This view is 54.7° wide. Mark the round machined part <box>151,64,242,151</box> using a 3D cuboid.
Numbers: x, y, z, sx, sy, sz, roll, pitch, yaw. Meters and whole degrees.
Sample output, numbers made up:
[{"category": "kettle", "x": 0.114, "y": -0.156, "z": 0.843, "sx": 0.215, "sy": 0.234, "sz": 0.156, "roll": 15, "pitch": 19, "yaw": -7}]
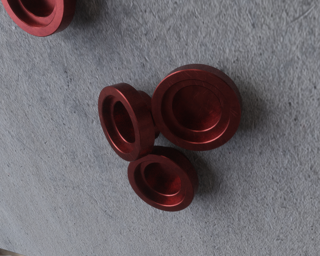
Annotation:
[{"category": "round machined part", "x": 0.043, "y": -0.026, "z": 0.352, "sx": 0.098, "sy": 0.042, "sz": 0.097, "roll": 8, "pitch": 120, "yaw": 15}]

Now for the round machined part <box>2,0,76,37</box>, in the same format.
[{"category": "round machined part", "x": -0.140, "y": -0.163, "z": 0.369, "sx": 0.098, "sy": 0.042, "sz": 0.097, "roll": 13, "pitch": 124, "yaw": 21}]

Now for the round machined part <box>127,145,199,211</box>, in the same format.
[{"category": "round machined part", "x": 0.008, "y": 0.065, "z": 0.432, "sx": 0.098, "sy": 0.042, "sz": 0.097, "roll": 13, "pitch": 124, "yaw": 21}]

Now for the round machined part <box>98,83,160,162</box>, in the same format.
[{"category": "round machined part", "x": -0.036, "y": -0.010, "z": 0.392, "sx": 0.098, "sy": 0.042, "sz": 0.097, "roll": 32, "pitch": 132, "yaw": 43}]
